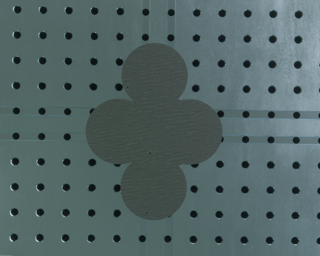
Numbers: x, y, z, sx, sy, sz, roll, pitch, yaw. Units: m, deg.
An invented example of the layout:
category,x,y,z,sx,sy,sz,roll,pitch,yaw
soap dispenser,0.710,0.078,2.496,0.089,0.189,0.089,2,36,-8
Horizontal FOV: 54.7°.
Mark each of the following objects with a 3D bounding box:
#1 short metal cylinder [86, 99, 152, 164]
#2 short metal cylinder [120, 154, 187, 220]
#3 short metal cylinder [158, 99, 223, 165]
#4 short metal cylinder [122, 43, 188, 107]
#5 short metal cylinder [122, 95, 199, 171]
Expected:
category,x,y,z,sx,sy,sz,roll,pitch,yaw
short metal cylinder,-0.050,0.004,0.400,0.081,0.050,0.079,0,90,0
short metal cylinder,-0.008,0.072,0.400,0.081,0.050,0.080,0,88,-1
short metal cylinder,0.036,0.005,0.400,0.081,0.050,0.079,0,90,0
short metal cylinder,-0.007,-0.064,0.400,0.081,0.050,0.079,0,90,-1
short metal cylinder,0.001,0.005,0.350,0.081,0.050,0.079,0,90,0
